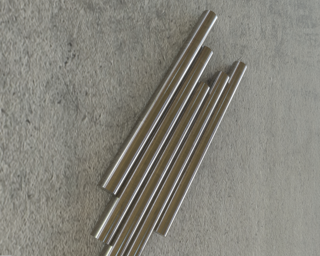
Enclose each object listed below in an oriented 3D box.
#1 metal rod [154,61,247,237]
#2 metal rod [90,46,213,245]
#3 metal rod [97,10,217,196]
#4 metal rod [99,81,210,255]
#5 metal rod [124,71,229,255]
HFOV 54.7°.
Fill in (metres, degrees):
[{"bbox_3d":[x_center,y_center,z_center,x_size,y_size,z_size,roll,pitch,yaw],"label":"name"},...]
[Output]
[{"bbox_3d":[0.065,0.017,0.463,0.025,0.025,0.300,44,64,-32],"label":"metal rod"},{"bbox_3d":[0.000,0.006,0.408,0.025,0.025,0.300,44,63,-32],"label":"metal rod"},{"bbox_3d":[0.007,-0.049,0.414,0.025,0.025,0.300,44,64,-32],"label":"metal rod"},{"bbox_3d":[-0.006,0.059,0.403,0.025,0.025,0.300,44,63,-32],"label":"metal rod"},{"bbox_3d":[0.029,0.039,0.433,0.025,0.025,0.300,44,64,-32],"label":"metal rod"}]
